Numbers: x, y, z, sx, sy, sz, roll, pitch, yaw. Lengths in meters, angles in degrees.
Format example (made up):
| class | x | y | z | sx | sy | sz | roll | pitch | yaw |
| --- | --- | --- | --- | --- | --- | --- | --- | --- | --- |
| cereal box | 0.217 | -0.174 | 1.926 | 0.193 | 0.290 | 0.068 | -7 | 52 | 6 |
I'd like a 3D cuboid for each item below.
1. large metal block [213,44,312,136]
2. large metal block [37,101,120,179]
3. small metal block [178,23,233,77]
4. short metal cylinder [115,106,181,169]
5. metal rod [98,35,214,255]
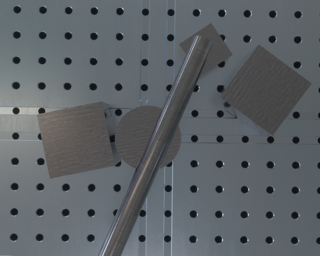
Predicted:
| class | x | y | z | sx | sy | sz | roll | pitch | yaw |
| --- | --- | --- | --- | --- | --- | --- | --- | --- | --- |
| large metal block | 0.129 | -0.046 | 0.402 | 0.080 | 0.050 | 0.080 | 37 | 90 | 0 |
| large metal block | -0.102 | 0.014 | 0.400 | 0.080 | 0.050 | 0.080 | -12 | 90 | 0 |
| small metal block | 0.060 | -0.102 | 0.414 | 0.050 | 0.025 | 0.050 | -34 | 90 | 0 |
| short metal cylinder | -0.014 | 0.012 | 0.401 | 0.081 | 0.050 | 0.079 | 0 | 90 | 0 |
| metal rod | -0.009 | 0.034 | 0.363 | 0.025 | 0.025 | 0.299 | 24 | 90 | 0 |
